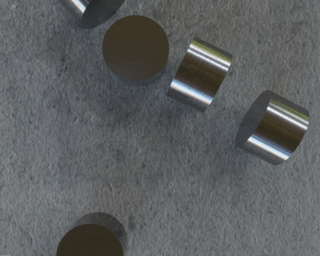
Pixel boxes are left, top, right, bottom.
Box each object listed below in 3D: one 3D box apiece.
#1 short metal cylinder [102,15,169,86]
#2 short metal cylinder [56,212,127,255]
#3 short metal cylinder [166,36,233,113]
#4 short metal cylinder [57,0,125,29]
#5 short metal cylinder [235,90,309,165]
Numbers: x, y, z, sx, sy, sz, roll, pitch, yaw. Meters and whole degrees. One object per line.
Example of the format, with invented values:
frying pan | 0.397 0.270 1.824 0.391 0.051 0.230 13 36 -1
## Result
short metal cylinder | -0.029 -0.096 0.397 0.081 0.050 0.079 0 90 -1
short metal cylinder | -0.084 0.155 0.397 0.081 0.050 0.079 0 90 -1
short metal cylinder | 0.048 -0.065 0.383 0.050 0.080 0.080 26 90 0
short metal cylinder | -0.083 -0.170 0.381 0.080 0.080 0.050 -43 91 0
short metal cylinder | 0.137 -0.001 0.384 0.050 0.080 0.080 28 90 -1
